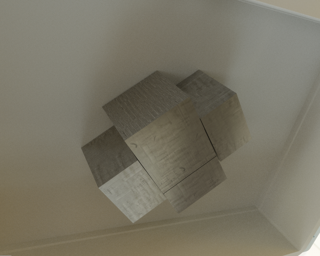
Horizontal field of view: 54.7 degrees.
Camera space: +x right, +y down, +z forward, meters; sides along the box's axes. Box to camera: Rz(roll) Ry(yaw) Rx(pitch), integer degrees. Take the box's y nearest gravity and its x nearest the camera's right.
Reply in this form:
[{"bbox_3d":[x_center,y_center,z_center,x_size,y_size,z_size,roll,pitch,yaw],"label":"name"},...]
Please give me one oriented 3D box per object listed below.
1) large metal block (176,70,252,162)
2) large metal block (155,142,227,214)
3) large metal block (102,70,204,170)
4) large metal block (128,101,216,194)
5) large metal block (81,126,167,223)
[{"bbox_3d":[0.064,-0.017,0.398,0.050,0.080,0.080,-35,129,-5],"label":"large metal block"},{"bbox_3d":[0.030,0.055,0.425,0.080,0.080,0.050,-35,129,-6],"label":"large metal block"},{"bbox_3d":[-0.010,-0.012,0.360,0.080,0.080,0.050,-35,129,-6],"label":"large metal block"},{"bbox_3d":[0.010,0.021,0.392,0.080,0.080,0.050,-35,129,-6],"label":"large metal block"},{"bbox_3d":[-0.045,0.056,0.383,0.050,0.080,0.080,-35,129,-5],"label":"large metal block"}]
